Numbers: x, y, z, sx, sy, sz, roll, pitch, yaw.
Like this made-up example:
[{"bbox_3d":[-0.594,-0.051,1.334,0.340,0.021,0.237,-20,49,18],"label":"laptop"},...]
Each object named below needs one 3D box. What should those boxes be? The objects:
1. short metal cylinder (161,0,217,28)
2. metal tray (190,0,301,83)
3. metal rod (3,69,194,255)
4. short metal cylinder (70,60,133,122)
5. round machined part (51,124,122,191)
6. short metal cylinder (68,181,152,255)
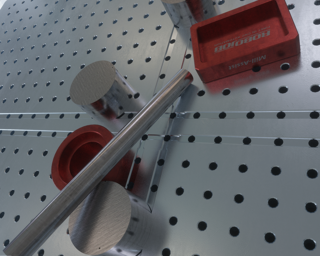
[{"bbox_3d":[0.045,-0.210,0.498,0.080,0.050,0.080,-13,56,21],"label":"short metal cylinder"},{"bbox_3d":[0.110,-0.122,0.421,0.130,0.030,0.090,-15,55,19],"label":"metal tray"},{"bbox_3d":[-0.054,0.028,0.370,0.025,0.025,0.301,22,57,36],"label":"metal rod"},{"bbox_3d":[-0.089,-0.056,0.473,0.080,0.050,0.080,-13,56,21],"label":"short metal cylinder"},{"bbox_3d":[-0.093,0.047,0.417,0.098,0.042,0.098,-13,56,21],"label":"round machined part"},{"bbox_3d":[-0.056,0.107,0.356,0.080,0.050,0.080,-13,56,21],"label":"short metal cylinder"}]
